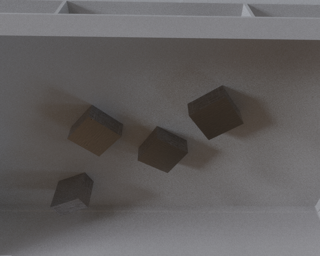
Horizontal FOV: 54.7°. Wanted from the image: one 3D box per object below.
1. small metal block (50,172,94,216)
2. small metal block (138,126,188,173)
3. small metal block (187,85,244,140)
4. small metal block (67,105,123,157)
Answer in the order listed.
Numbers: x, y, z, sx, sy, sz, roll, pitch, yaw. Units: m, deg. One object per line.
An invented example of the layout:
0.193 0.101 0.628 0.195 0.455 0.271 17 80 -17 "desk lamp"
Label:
-0.135 0.102 0.478 0.050 0.050 0.025 -19 128 15 "small metal block"
0.004 0.031 0.436 0.050 0.025 0.050 26 125 -21 "small metal block"
0.070 -0.018 0.394 0.050 0.025 0.050 -28 125 21 "small metal block"
-0.086 0.005 0.412 0.050 0.025 0.050 34 122 -26 "small metal block"
